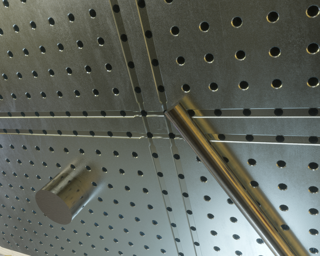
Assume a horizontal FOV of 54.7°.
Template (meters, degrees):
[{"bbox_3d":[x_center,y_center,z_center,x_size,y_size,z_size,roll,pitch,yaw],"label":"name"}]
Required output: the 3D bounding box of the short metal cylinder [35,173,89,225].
[{"bbox_3d":[-0.179,0.130,0.570,0.080,0.050,0.079,13,124,21],"label":"short metal cylinder"}]

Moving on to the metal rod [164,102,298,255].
[{"bbox_3d":[0.107,0.091,0.410,0.025,0.025,0.300,-31,101,38],"label":"metal rod"}]
